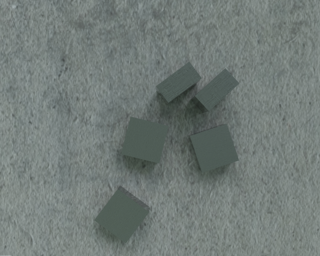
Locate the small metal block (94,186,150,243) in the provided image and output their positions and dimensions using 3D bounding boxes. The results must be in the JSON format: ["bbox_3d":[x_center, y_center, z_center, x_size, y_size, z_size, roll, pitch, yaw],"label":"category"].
[{"bbox_3d":[-0.049,0.113,0.409,0.050,0.025,0.050,37,90,-1],"label":"small metal block"}]

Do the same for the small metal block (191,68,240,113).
[{"bbox_3d":[0.069,-0.046,0.398,0.050,0.050,0.025,-42,90,0],"label":"small metal block"}]

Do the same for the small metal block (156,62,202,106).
[{"bbox_3d":[0.023,-0.055,0.398,0.050,0.050,0.025,-37,90,0],"label":"small metal block"}]

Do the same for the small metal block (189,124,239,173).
[{"bbox_3d":[0.070,0.026,0.411,0.050,0.025,0.050,-18,90,-1],"label":"small metal block"}]

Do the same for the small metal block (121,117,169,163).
[{"bbox_3d":[-0.019,0.015,0.410,0.050,0.025,0.050,14,90,-1],"label":"small metal block"}]
